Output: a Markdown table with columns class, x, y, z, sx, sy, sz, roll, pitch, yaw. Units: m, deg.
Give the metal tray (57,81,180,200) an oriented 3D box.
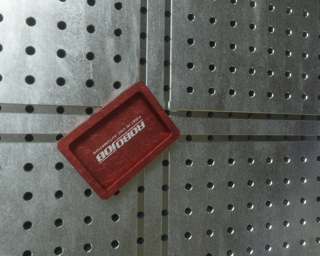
| class | x | y | z | sx | sy | sz | roll | pitch | yaw |
| --- | --- | --- | --- | --- | --- | --- | --- | --- | --- |
| metal tray | -0.050 | 0.014 | 0.392 | 0.130 | 0.030 | 0.090 | -40 | 103 | -16 |
